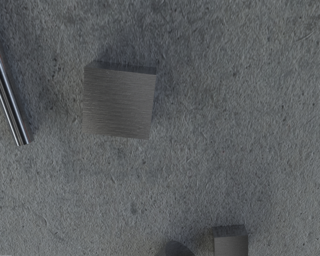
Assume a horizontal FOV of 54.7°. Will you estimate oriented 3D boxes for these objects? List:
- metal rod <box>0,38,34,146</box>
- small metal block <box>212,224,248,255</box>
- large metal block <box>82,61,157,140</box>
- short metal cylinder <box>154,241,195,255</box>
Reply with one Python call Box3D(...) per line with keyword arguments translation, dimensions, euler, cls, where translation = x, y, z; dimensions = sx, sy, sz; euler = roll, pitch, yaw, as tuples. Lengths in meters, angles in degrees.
Box3D(translation=(-0.206, -0.119, 0.362), dimensions=(0.025, 0.025, 0.298), euler=(-9, 110, 3), cls="metal rod")
Box3D(translation=(0.108, 0.179, 0.478), dimensions=(0.050, 0.025, 0.050), euler=(-5, 110, 1), cls="small metal block")
Box3D(translation=(-0.049, -0.035, 0.383), dimensions=(0.081, 0.050, 0.079), euler=(6, 110, -3), cls="large metal block")
Box3D(translation=(0.023, 0.218, 0.461), dimensions=(0.080, 0.080, 0.050), euler=(38, 106, -13), cls="short metal cylinder")
